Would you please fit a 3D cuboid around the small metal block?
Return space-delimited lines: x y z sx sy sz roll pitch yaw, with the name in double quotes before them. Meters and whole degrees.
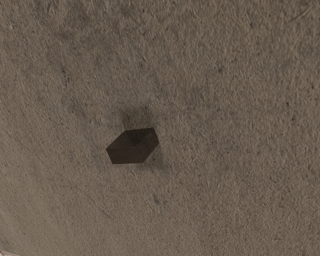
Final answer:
"small metal block" -0.037 0.024 0.424 0.050 0.050 0.025 -6 115 31
